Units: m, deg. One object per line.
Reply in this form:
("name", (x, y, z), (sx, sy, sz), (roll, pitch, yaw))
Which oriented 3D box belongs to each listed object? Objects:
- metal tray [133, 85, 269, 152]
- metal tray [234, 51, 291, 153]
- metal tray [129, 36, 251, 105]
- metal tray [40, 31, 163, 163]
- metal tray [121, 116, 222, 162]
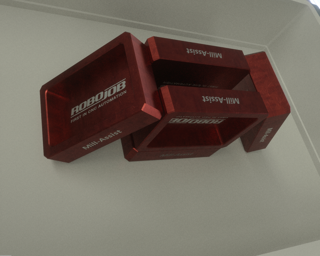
("metal tray", (0.044, -0.007, 0.351), (0.131, 0.090, 0.030), (0, 62, -29))
("metal tray", (0.130, -0.030, 0.426), (0.030, 0.130, 0.090), (-13, 66, -1))
("metal tray", (0.031, -0.061, 0.376), (0.131, 0.090, 0.030), (0, 62, -28))
("metal tray", (-0.067, -0.028, 0.320), (0.030, 0.130, 0.090), (26, 45, -55))
("metal tray", (0.011, -0.006, 0.410), (0.131, 0.030, 0.090), (0, 62, -29))
